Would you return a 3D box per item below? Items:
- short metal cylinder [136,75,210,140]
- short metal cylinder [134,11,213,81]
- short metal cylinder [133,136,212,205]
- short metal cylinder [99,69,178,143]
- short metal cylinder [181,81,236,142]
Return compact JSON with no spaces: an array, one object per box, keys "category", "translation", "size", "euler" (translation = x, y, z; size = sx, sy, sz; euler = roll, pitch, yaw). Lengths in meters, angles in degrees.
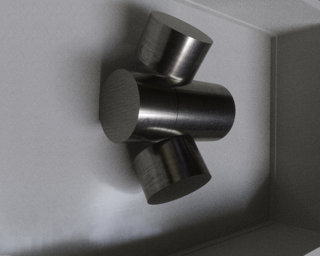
[{"category":"short metal cylinder","translation":[0.014,-0.022,0.380],"size":[0.050,0.080,0.080],"euler":[2,89,-40]},{"category":"short metal cylinder","translation":[0.016,-0.099,0.372],"size":[0.081,0.080,0.050],"euler":[2,127,-40]},{"category":"short metal cylinder","translation":[0.014,0.052,0.371],"size":[0.081,0.080,0.050],"euler":[0,56,-40]},{"category":"short metal cylinder","translation":[-0.026,-0.023,0.347],"size":[0.050,0.080,0.080],"euler":[2,89,-40]},{"category":"short metal cylinder","translation":[0.052,-0.022,0.412],"size":[0.050,0.080,0.080],"euler":[2,89,-40]}]
